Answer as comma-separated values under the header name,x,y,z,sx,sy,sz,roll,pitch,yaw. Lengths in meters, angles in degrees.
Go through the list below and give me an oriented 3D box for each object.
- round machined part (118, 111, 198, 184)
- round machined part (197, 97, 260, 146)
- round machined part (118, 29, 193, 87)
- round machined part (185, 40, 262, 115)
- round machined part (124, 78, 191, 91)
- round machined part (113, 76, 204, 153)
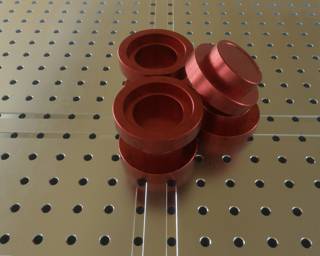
name,x,y,z,sx,sy,sz,roll,pitch,yaw
round machined part,-0.003,0.016,0.384,0.099,0.042,0.098,0,50,0
round machined part,0.086,-0.026,0.420,0.099,0.042,0.098,0,50,0
round machined part,-0.005,-0.087,0.415,0.099,0.042,0.098,0,50,0
round machined part,0.082,-0.066,0.371,0.099,0.042,0.098,22,45,-24
round machined part,-0.003,-0.059,0.448,0.099,0.042,0.098,0,50,0
round machined part,-0.002,-0.011,0.351,0.099,0.042,0.098,0,50,0
